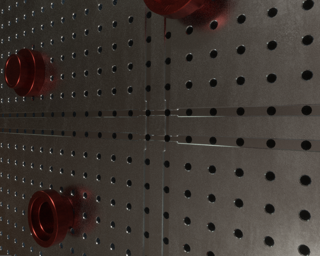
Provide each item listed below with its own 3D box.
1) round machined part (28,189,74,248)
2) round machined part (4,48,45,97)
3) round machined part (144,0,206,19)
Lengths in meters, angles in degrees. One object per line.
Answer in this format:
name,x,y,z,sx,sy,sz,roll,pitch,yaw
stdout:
round machined part,-0.192,0.158,0.553,0.098,0.042,0.097,0,90,39
round machined part,-0.277,-0.112,0.623,0.098,0.042,0.097,0,90,39
round machined part,0.026,-0.181,0.375,0.098,0.042,0.097,0,90,39
